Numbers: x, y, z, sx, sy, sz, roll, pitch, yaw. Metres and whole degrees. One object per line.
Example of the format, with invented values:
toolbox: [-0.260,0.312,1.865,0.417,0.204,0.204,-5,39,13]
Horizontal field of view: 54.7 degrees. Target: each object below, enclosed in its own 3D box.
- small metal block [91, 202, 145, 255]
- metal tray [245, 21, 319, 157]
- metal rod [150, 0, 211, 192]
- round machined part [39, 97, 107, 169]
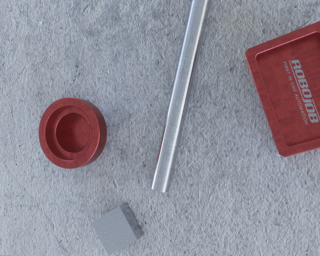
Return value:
small metal block: [-0.058,0.139,0.428,0.050,0.025,0.050,-33,80,16]
metal tray: [0.160,-0.041,0.349,0.090,0.030,0.129,-19,84,18]
metal rod: [0.031,-0.065,0.397,0.025,0.025,0.298,14,94,19]
round machined part: [-0.118,0.007,0.440,0.098,0.042,0.097,0,90,19]
